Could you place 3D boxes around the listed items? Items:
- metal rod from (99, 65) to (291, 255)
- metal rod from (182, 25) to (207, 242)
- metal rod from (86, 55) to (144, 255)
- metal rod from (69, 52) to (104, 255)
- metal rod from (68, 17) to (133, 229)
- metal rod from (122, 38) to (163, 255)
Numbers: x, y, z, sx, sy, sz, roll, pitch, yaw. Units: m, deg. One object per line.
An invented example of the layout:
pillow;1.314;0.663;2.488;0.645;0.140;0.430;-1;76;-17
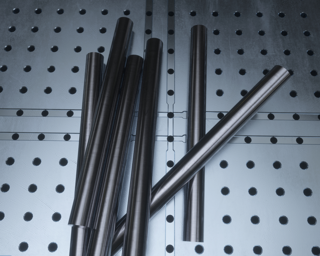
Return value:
metal rod;0.043;0.037;0.370;0.300;0.025;0.025;-44;76;-4
metal rod;0.049;-0.007;0.414;0.025;0.025;0.299;4;70;1
metal rod;-0.053;0.036;0.382;0.025;0.025;0.300;6;64;2
metal rod;-0.093;0.038;0.397;0.025;0.025;0.299;0;70;0
metal rod;-0.070;-0.026;0.404;0.025;0.025;0.300;6;64;2
metal rod;-0.017;0.006;0.385;0.025;0.025;0.300;4;61;1
